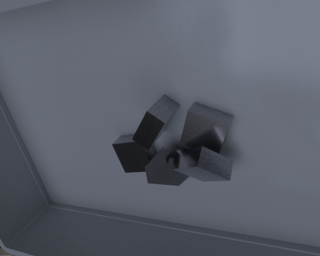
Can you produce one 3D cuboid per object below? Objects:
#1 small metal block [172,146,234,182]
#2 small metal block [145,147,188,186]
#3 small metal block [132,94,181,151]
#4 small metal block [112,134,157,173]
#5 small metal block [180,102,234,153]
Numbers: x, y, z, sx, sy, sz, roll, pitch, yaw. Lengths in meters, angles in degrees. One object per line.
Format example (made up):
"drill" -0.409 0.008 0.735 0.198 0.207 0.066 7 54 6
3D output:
"small metal block" 0.052 0.045 0.376 0.050 0.025 0.050 25 158 -26
"small metal block" 0.015 0.053 0.415 0.050 0.025 0.050 11 137 -30
"small metal block" -0.004 -0.008 0.389 0.025 0.050 0.050 35 129 5
"small metal block" -0.034 0.036 0.447 0.050 0.025 0.050 -8 115 31
"small metal block" 0.056 0.002 0.379 0.050 0.025 0.050 21 126 15
